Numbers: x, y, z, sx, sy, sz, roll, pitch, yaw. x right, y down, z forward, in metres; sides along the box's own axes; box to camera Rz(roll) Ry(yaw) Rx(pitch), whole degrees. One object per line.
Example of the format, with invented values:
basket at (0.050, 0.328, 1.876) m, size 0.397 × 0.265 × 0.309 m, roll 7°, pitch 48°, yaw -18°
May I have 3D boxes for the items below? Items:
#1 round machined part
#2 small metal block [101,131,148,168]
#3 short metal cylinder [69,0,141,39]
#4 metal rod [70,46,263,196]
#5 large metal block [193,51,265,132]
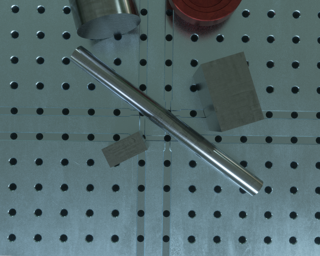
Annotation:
round machined part at (0.058, -0.182, 0.406) m, size 0.099 × 0.042 × 0.097 m, roll 0°, pitch 90°, yaw -1°
small metal block at (-0.043, 0.026, 0.400) m, size 0.050 × 0.050 × 0.025 m, roll -26°, pitch 90°, yaw 0°
short metal cylinder at (-0.069, -0.149, 0.385) m, size 0.080 × 0.080 × 0.050 m, roll -14°, pitch 90°, yaw 0°
metal rod at (0.009, -0.009, 0.413) m, size 0.301 × 0.025 × 0.025 m, roll 37°, pitch 90°, yaw -1°
large metal block at (0.081, -0.041, 0.387) m, size 0.050 × 0.080 × 0.080 m, roll -17°, pitch 90°, yaw 0°
